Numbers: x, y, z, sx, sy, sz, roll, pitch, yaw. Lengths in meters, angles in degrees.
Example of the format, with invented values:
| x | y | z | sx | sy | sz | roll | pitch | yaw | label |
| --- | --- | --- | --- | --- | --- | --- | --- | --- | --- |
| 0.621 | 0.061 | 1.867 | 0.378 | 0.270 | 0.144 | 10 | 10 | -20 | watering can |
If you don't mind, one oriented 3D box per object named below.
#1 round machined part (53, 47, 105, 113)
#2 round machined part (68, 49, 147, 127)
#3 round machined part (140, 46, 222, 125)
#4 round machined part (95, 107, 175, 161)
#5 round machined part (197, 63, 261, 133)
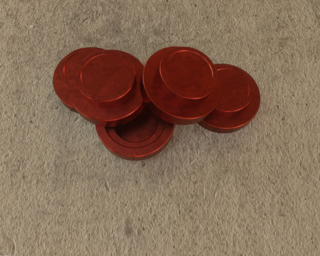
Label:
| x | y | z | sx | sy | sz | roll | pitch | yaw | label |
| --- | --- | --- | --- | --- | --- | --- | --- | --- | --- |
| -0.098 | -0.070 | 0.424 | 0.099 | 0.042 | 0.098 | 0 | 70 | -1 | round machined part |
| -0.062 | -0.054 | 0.374 | 0.099 | 0.042 | 0.098 | 0 | 70 | -1 | round machined part |
| 0.028 | -0.056 | 0.366 | 0.099 | 0.042 | 0.098 | 5 | 68 | -13 | round machined part |
| -0.031 | -0.005 | 0.401 | 0.099 | 0.042 | 0.098 | 0 | 70 | -1 | round machined part |
| 0.087 | -0.045 | 0.417 | 0.099 | 0.042 | 0.098 | 0 | 70 | -1 | round machined part |
